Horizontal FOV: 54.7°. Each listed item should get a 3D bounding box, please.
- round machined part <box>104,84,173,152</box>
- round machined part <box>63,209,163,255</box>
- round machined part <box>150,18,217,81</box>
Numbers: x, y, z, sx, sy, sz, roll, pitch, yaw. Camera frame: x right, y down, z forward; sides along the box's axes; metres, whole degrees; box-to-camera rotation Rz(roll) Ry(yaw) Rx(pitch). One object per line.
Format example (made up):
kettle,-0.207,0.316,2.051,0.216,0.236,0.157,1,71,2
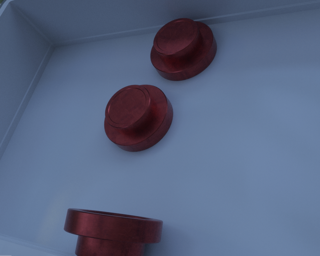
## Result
round machined part,-0.035,-0.020,0.424,0.098,0.042,0.098,-13,56,20
round machined part,-0.048,0.110,0.317,0.098,0.098,0.042,0,73,28
round machined part,0.030,-0.121,0.452,0.098,0.042,0.098,-13,56,20
